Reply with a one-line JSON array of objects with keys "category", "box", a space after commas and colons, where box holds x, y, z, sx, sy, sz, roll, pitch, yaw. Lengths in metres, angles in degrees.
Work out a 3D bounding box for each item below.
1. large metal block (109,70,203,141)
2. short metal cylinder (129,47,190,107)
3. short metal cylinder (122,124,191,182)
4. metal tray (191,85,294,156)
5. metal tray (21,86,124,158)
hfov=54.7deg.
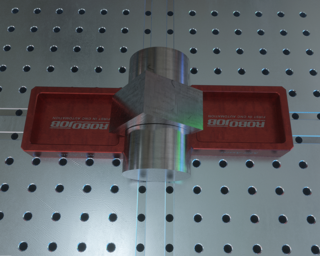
[{"category": "large metal block", "box": [-0.005, -0.019, 0.374, 0.081, 0.080, 0.050, 15, 66, -31]}, {"category": "short metal cylinder", "box": [-0.001, -0.062, 0.405, 0.081, 0.080, 0.050, 1, 70, 0]}, {"category": "short metal cylinder", "box": [-0.003, 0.032, 0.370, 0.081, 0.080, 0.050, 2, 70, 0]}, {"category": "metal tray", "box": [0.102, -0.010, 0.413, 0.131, 0.030, 0.090, 1, 70, 0]}, {"category": "metal tray", "box": [-0.106, -0.008, 0.410, 0.131, 0.030, 0.090, 1, 70, 0]}]
